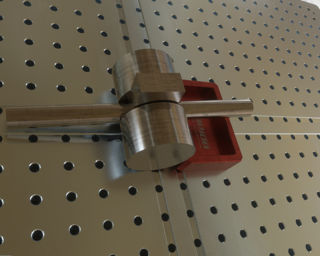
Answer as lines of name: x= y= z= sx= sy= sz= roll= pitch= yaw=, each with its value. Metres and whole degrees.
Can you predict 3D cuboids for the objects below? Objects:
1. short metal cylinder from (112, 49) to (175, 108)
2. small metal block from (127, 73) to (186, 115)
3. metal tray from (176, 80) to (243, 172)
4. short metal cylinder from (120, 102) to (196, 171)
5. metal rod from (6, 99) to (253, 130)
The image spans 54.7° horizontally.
short metal cylinder: x=-0.017 y=-0.055 z=0.395 sx=0.081 sy=0.080 sz=0.050 roll=1 pitch=62 yaw=-28
small metal block: x=-0.006 y=-0.037 z=0.351 sx=0.050 sy=0.050 sz=0.025 roll=-4 pitch=63 yaw=-21
metal tray: x=0.055 y=-0.006 z=0.438 sx=0.091 sy=0.030 sz=0.130 roll=1 pitch=61 yaw=-28
short metal cylinder: x=-0.003 y=0.012 z=0.363 sx=0.081 sy=0.080 sz=0.050 roll=1 pitch=61 yaw=-28
metal rod: x=-0.019 y=-0.019 z=0.379 sx=0.303 sy=0.025 sz=0.025 roll=-3 pitch=63 yaw=-20
